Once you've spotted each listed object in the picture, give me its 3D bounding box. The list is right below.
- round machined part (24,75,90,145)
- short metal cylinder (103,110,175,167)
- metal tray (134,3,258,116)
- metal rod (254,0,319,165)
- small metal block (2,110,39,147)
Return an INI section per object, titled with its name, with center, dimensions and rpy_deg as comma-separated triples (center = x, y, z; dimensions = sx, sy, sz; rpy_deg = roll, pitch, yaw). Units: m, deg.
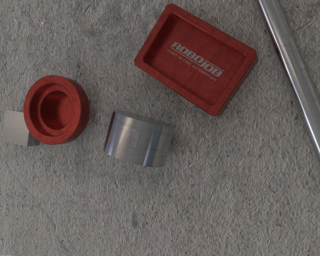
[round machined part]
center = -0.144, -0.025, 0.451
dimensions = 0.098, 0.042, 0.097
rpy_deg = 0, 90, 20
[short metal cylinder]
center = -0.026, 0.012, 0.389
dimensions = 0.080, 0.080, 0.050
rpy_deg = 17, 96, 19
[metal tray]
center = 0.043, -0.085, 0.391
dimensions = 0.130, 0.030, 0.090
rpy_deg = 36, 101, 16
[metal rod]
center = 0.154, -0.066, 0.354
dimensions = 0.025, 0.025, 0.299
rpy_deg = -21, 83, 19
[small metal block]
center = -0.216, 0.000, 0.485
dimensions = 0.050, 0.025, 0.050
rpy_deg = 9, 93, 19
